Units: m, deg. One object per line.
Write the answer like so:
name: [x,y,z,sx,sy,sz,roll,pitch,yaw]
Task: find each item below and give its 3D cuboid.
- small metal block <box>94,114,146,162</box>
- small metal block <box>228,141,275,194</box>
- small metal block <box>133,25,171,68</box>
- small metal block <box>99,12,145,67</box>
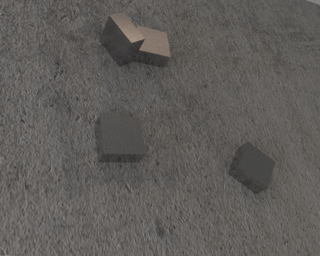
small metal block: [-0.048,0.013,0.369,0.050,0.025,0.050,3,60,-27]
small metal block: [0.131,0.056,0.439,0.050,0.025,0.050,37,51,-4]
small metal block: [-0.015,-0.124,0.471,0.050,0.025,0.050,7,59,-25]
small metal block: [-0.054,-0.124,0.434,0.025,0.050,0.050,-31,79,-38]
